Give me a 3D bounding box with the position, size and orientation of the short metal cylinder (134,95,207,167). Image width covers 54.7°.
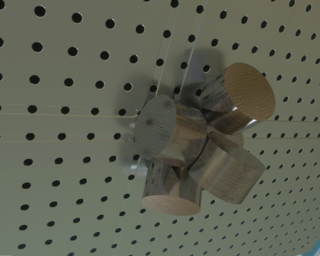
[{"bbox_3d":[0.011,0.005,0.384,0.050,0.080,0.080,20,107,-36],"label":"short metal cylinder"}]

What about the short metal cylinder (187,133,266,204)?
[{"bbox_3d":[0.081,0.048,0.384,0.081,0.080,0.050,19,108,-36],"label":"short metal cylinder"}]

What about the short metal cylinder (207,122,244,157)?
[{"bbox_3d":[0.072,0.020,0.445,0.081,0.050,0.079,-13,123,-21],"label":"short metal cylinder"}]

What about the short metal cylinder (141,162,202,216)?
[{"bbox_3d":[0.018,0.084,0.430,0.080,0.050,0.080,8,149,5],"label":"short metal cylinder"}]

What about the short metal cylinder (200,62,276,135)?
[{"bbox_3d":[0.100,-0.036,0.398,0.081,0.080,0.050,2,157,-29],"label":"short metal cylinder"}]
